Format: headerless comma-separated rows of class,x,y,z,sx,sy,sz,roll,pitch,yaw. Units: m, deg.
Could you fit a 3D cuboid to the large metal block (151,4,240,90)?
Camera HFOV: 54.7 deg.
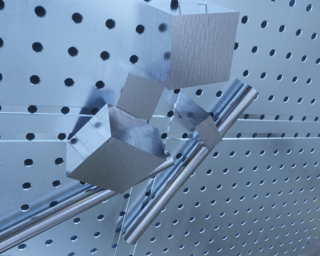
large metal block,0.037,-0.095,0.356,0.081,0.050,0.079,-12,123,-22

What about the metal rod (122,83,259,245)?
metal rod,0.042,0.059,0.470,0.025,0.025,0.299,31,101,-38

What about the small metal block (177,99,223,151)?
small metal block,0.054,-0.004,0.422,0.025,0.050,0.050,-37,129,-4

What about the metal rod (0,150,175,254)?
metal rod,-0.118,0.106,0.411,0.302,0.025,0.025,-25,128,-13

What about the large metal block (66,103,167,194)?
large metal block,-0.053,0.028,0.367,0.080,0.050,0.080,28,123,-38

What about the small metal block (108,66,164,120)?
small metal block,-0.028,-0.041,0.371,0.050,0.025,0.050,11,113,-33
